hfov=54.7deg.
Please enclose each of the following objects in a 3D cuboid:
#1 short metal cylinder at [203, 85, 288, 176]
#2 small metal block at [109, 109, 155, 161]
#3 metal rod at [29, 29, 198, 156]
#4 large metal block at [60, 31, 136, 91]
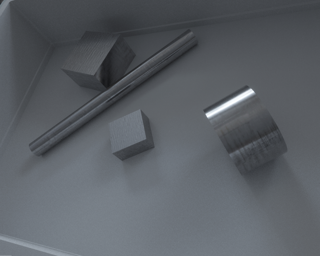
[{"bbox_3d":[0.087,0.003,0.323,0.050,0.080,0.080,-30,52,9],"label":"short metal cylinder"},{"bbox_3d":[-0.039,0.009,0.419,0.050,0.025,0.050,-23,53,13],"label":"small metal block"},{"bbox_3d":[-0.073,-0.052,0.473,0.300,0.025,0.025,-35,52,4],"label":"metal rod"},{"bbox_3d":[-0.100,-0.109,0.507,0.080,0.050,0.080,17,70,34],"label":"large metal block"}]
